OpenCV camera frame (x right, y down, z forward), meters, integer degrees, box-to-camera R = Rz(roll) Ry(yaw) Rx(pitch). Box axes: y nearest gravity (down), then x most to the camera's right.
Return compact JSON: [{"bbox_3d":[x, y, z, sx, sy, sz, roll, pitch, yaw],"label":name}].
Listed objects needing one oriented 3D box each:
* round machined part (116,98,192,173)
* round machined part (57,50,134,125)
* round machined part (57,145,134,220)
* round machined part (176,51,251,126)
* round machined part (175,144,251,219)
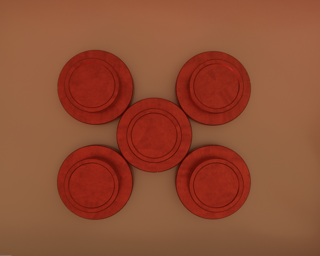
[{"bbox_3d":[-0.007,0.009,0.401,0.099,0.042,0.097,0,90,-1],"label":"round machined part"},{"bbox_3d":[-0.084,-0.053,0.400,0.099,0.042,0.097,0,90,-1],"label":"round machined part"},{"bbox_3d":[-0.084,0.071,0.401,0.099,0.042,0.097,0,90,-1],"label":"round machined part"},{"bbox_3d":[0.070,-0.052,0.403,0.099,0.042,0.097,0,90,-1],"label":"round machined part"},{"bbox_3d":[0.070,0.071,0.403,0.099,0.042,0.097,0,90,-1],"label":"round machined part"}]
